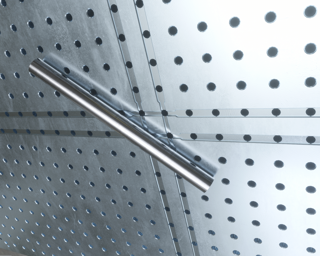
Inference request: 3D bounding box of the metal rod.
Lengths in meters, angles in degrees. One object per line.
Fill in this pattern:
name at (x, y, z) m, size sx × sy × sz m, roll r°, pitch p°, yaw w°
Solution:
metal rod at (-0.057, -0.006, 0.435) m, size 0.301 × 0.025 × 0.025 m, roll 34°, pitch 129°, yaw 5°
